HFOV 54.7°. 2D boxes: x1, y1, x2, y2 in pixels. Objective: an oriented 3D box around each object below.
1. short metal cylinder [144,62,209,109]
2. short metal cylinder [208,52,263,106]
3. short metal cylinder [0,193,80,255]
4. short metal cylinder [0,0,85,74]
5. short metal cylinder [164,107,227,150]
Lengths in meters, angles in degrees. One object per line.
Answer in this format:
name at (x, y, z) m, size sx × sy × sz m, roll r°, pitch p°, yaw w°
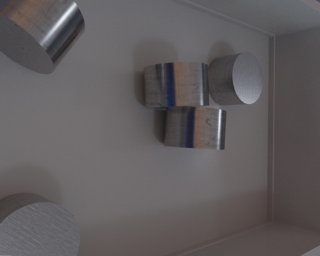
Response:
short metal cylinder at (0.021, -0.051, 0.390) m, size 0.081 × 0.080 × 0.050 m, roll -5°, pitch 93°, yaw -40°
short metal cylinder at (0.119, -0.077, 0.493) m, size 0.081 × 0.050 × 0.079 m, roll 0°, pitch 90°, yaw -40°
short metal cylinder at (-0.123, 0.105, 0.288) m, size 0.081 × 0.050 × 0.079 m, roll 0°, pitch 90°, yaw -40°
short metal cylinder at (-0.115, -0.093, 0.275) m, size 0.080 × 0.080 × 0.050 m, roll 43°, pitch 64°, yaw -32°
short metal cylinder at (0.047, 0.001, 0.412) m, size 0.081 × 0.080 × 0.050 m, roll 5°, pitch 87°, yaw -40°
